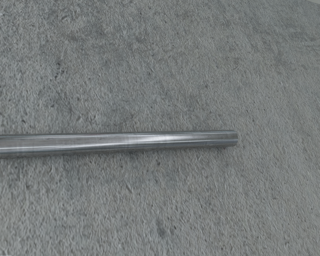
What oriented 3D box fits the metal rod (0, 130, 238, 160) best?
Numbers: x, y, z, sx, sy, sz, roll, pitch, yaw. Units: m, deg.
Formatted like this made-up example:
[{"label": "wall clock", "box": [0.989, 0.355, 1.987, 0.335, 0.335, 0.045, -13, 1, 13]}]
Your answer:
[{"label": "metal rod", "box": [-0.028, 0.017, 0.377, 0.302, 0.025, 0.025, -1, 62, -29]}]
